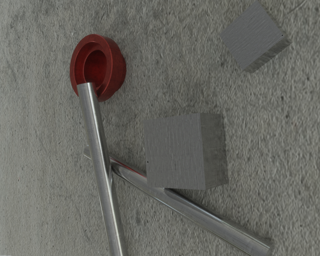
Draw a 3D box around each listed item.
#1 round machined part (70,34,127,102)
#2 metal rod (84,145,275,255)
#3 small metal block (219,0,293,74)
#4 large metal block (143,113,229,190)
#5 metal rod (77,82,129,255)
[{"bbox_3d":[-0.089,-0.087,0.465,0.098,0.042,0.097,0,90,39],"label":"round machined part"},{"bbox_3d":[0.000,0.082,0.403,0.300,0.025,0.025,22,104,37],"label":"metal rod"},{"bbox_3d":[0.099,-0.094,0.323,0.050,0.025,0.050,-40,66,32],"label":"small metal block"},{"bbox_3d":[0.029,0.027,0.363,0.080,0.050,0.080,-6,86,39],"label":"large metal block"},{"bbox_3d":[-0.075,0.086,0.435,0.025,0.025,0.298,-8,94,39],"label":"metal rod"}]
